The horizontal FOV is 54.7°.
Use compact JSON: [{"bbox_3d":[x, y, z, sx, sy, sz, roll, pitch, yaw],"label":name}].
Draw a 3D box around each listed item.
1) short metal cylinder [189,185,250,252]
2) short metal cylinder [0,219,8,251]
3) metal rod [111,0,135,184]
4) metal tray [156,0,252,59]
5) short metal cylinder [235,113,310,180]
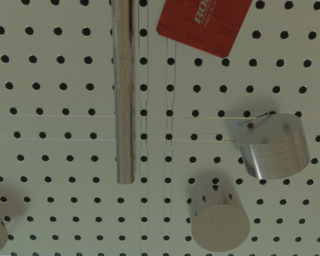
[{"bbox_3d":[0.084,0.130,0.449,0.081,0.050,0.079,0,110,0],"label":"short metal cylinder"},{"bbox_3d":[-0.270,0.165,0.442,0.080,0.080,0.050,35,106,-12],"label":"short metal cylinder"},{"bbox_3d":[-0.045,-0.066,0.388,0.025,0.025,0.298,1,110,-1],"label":"metal rod"},{"bbox_3d":[0.059,-0.156,0.353,0.091,0.030,0.129,19,109,-7],"label":"metal tray"},{"bbox_3d":[0.142,0.022,0.393,0.080,0.080,0.050,-20,109,7],"label":"short metal cylinder"}]
